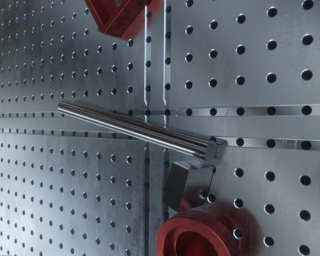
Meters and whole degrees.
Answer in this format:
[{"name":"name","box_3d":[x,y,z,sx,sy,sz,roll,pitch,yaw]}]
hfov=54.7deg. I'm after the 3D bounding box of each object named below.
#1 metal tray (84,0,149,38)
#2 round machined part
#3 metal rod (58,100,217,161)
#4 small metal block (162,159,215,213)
[{"name":"metal tray","box_3d":[-0.075,-0.213,0.464,0.090,0.030,0.130,-41,65,32]},{"name":"round machined part","box_3d":[0.046,0.139,0.352,0.098,0.042,0.097,9,105,35]},{"name":"metal rod","box_3d":[-0.054,-0.005,0.451,0.300,0.025,0.025,16,100,38]},{"name":"small metal block","box_3d":[0.034,0.066,0.363,0.025,0.050,0.050,22,104,41]}]
